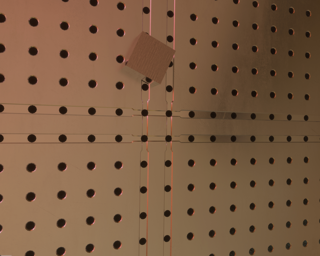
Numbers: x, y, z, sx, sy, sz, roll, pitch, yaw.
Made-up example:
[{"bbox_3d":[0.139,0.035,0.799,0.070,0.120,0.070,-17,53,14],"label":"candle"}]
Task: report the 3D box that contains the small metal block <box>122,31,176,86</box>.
[{"bbox_3d":[-0.015,-0.089,0.407,0.050,0.025,0.050,27,81,-18],"label":"small metal block"}]
